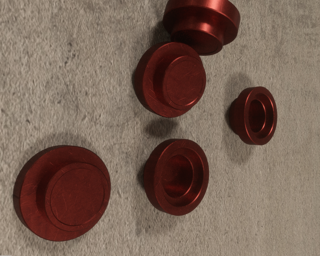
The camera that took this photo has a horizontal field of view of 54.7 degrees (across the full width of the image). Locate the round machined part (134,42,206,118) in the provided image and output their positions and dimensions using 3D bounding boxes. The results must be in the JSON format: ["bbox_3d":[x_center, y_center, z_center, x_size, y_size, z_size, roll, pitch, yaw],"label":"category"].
[{"bbox_3d":[0.020,-0.060,0.397,0.099,0.042,0.097,-12,111,-31],"label":"round machined part"}]

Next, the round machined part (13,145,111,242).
[{"bbox_3d":[-0.092,0.067,0.318,0.099,0.042,0.097,0,90,-40],"label":"round machined part"}]

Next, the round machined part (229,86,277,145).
[{"bbox_3d":[0.155,-0.020,0.527,0.099,0.042,0.097,0,90,-40],"label":"round machined part"}]

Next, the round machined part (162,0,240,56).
[{"bbox_3d":[0.051,-0.128,0.402,0.099,0.098,0.042,22,76,-38],"label":"round machined part"}]

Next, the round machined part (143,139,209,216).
[{"bbox_3d":[0.017,0.063,0.410,0.099,0.042,0.097,0,90,-40],"label":"round machined part"}]
